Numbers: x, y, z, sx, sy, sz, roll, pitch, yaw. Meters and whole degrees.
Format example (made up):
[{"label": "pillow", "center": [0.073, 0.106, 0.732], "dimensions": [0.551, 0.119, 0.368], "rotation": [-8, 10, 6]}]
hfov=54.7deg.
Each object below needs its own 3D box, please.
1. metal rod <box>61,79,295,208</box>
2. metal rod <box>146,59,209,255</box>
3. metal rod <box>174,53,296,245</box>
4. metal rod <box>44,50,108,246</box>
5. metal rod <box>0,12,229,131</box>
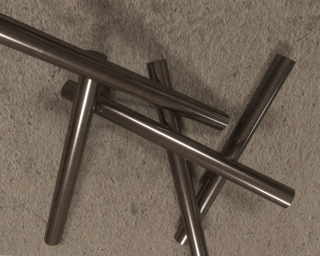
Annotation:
[{"label": "metal rod", "center": [0.016, 0.016, 0.376], "dimensions": [0.301, 0.025, 0.025], "rotation": [26, 108, 6]}, {"label": "metal rod", "center": [0.028, 0.059, 0.414], "dimensions": [0.025, 0.025, 0.298], "rotation": [-12, 104, 4]}, {"label": "metal rod", "center": [0.094, 0.042, 0.426], "dimensions": [0.025, 0.025, 0.298], "rotation": [23, 108, -9]}, {"label": "metal rod", "center": [-0.116, 0.045, 0.402], "dimensions": [0.025, 0.025, 0.298], "rotation": [17, 118, -7]}, {"label": "metal rod", "center": [-0.040, -0.051, 0.331], "dimensions": [0.302, 0.025, 0.025], "rotation": [19, 111, -31]}]
